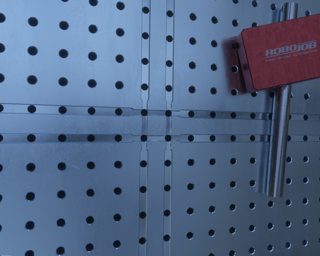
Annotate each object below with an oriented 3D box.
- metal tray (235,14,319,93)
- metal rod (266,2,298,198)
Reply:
[{"bbox_3d":[0.186,-0.109,0.455,0.131,0.030,0.090,-12,89,-4],"label":"metal tray"},{"bbox_3d":[0.190,-0.044,0.482,0.025,0.025,0.298,6,88,-20],"label":"metal rod"}]
